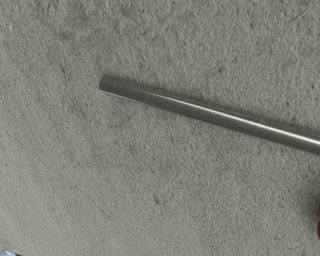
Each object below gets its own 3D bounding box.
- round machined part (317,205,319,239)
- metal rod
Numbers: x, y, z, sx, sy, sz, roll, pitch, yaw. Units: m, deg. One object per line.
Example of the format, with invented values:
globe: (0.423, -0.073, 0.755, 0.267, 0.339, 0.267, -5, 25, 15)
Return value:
round machined part: (0.227, 0.102, 0.340, 0.098, 0.042, 0.097, 13, 124, 20)
metal rod: (0.064, -0.016, 0.362, 0.301, 0.025, 0.025, 17, 125, 17)
